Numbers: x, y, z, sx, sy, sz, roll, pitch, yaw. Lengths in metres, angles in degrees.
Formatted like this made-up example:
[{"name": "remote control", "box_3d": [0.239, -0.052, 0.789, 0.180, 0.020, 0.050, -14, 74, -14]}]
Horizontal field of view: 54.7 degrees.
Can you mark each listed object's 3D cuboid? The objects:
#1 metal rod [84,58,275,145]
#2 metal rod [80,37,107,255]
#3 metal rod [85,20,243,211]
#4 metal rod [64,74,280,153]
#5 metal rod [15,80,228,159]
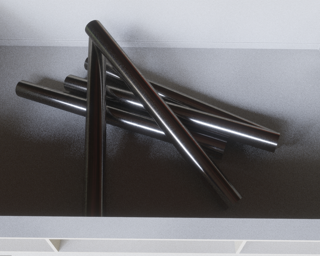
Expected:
[{"name": "metal rod", "box_3d": [0.017, -0.043, 0.441, 0.301, 0.025, 0.025, 25, 54, 19]}, {"name": "metal rod", "box_3d": [-0.079, -0.005, 0.381, 0.025, 0.025, 0.299, -4, 58, -4]}, {"name": "metal rod", "box_3d": [-0.007, -0.029, 0.386, 0.025, 0.025, 0.300, -30, 70, -23]}, {"name": "metal rod", "box_3d": [0.002, -0.025, 0.413, 0.301, 0.025, 0.025, 17, 52, 18]}, {"name": "metal rod", "box_3d": [-0.061, -0.016, 0.417, 0.301, 0.025, 0.025, 17, 52, 13]}]
